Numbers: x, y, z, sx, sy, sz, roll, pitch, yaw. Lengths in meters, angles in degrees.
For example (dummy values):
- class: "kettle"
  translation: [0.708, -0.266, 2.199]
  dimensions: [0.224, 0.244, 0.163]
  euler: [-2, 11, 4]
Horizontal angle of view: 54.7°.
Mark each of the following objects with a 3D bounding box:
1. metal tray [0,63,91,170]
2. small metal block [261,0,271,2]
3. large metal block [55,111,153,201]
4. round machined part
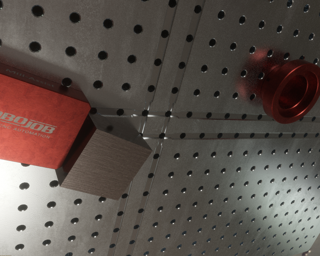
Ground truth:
- class: "metal tray"
  translation: [-0.150, -0.012, 0.319]
  dimensions: [0.131, 0.030, 0.090]
  euler: [19, 108, -36]
- class: "small metal block"
  translation: [0.122, -0.186, 0.364]
  dimensions: [0.050, 0.025, 0.050]
  euler: [21, 107, -36]
- class: "large metal block"
  translation: [-0.071, 0.035, 0.379]
  dimensions: [0.080, 0.050, 0.080]
  euler: [25, 105, -37]
- class: "round machined part"
  translation: [0.196, -0.058, 0.474]
  dimensions: [0.099, 0.042, 0.097]
  euler: [-14, 125, -21]
